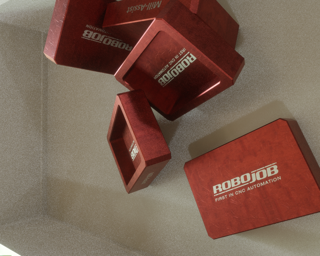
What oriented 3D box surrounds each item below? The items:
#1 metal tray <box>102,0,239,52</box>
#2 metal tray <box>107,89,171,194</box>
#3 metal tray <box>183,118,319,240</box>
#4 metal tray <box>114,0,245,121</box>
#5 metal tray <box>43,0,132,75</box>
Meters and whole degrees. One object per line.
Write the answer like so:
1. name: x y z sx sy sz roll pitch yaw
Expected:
1. metal tray: 0.011 -0.115 0.352 0.130 0.090 0.030 7 83 39
2. metal tray: -0.033 0.022 0.389 0.090 0.030 0.129 66 157 18
3. metal tray: 0.095 0.056 0.325 0.130 0.030 0.090 -31 71 35
4. metal tray: 0.013 -0.061 0.328 0.090 0.030 0.130 38 153 -11
5. metal tray: -0.071 -0.118 0.396 0.030 0.131 0.089 34 111 39
